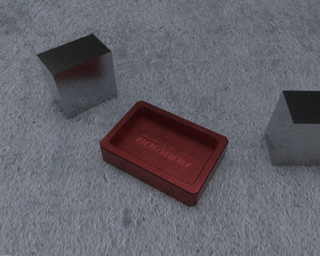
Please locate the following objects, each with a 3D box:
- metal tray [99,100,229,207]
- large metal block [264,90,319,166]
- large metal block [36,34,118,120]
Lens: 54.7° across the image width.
[{"bbox_3d":[0.005,0.025,0.378,0.130,0.030,0.090,25,54,19],"label":"metal tray"},{"bbox_3d":[0.179,0.002,0.367,0.080,0.080,0.050,1,50,0],"label":"large metal block"},{"bbox_3d":[-0.110,-0.070,0.426,0.081,0.080,0.050,-29,56,-22],"label":"large metal block"}]
